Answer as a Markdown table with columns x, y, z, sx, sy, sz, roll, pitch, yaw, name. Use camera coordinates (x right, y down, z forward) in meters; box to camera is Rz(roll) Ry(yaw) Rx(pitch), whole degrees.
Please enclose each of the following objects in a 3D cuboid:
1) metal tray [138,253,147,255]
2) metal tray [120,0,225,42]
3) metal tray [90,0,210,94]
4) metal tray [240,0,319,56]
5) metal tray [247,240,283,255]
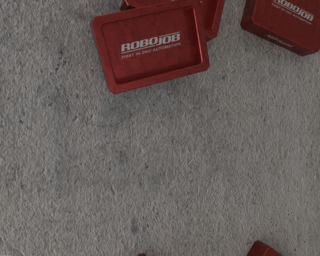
| x | y | z | sx | sy | sz | roll | pitch | yaw | name |
| --- | --- | --- | --- | --- | --- | --- | --- | --- | --- |
| -0.032 | 0.241 | 0.394 | 0.090 | 0.030 | 0.130 | 46 | 76 | -14 | metal tray |
| 0.022 | -0.178 | 0.413 | 0.131 | 0.030 | 0.090 | 15 | 85 | -20 | metal tray |
| -0.010 | -0.102 | 0.381 | 0.131 | 0.030 | 0.089 | -16 | 110 | -11 | metal tray |
| 0.195 | -0.176 | 0.478 | 0.131 | 0.030 | 0.090 | 17 | 84 | -20 | metal tray |
| 0.150 | 0.249 | 0.462 | 0.090 | 0.030 | 0.130 | 39 | 78 | -16 | metal tray |
